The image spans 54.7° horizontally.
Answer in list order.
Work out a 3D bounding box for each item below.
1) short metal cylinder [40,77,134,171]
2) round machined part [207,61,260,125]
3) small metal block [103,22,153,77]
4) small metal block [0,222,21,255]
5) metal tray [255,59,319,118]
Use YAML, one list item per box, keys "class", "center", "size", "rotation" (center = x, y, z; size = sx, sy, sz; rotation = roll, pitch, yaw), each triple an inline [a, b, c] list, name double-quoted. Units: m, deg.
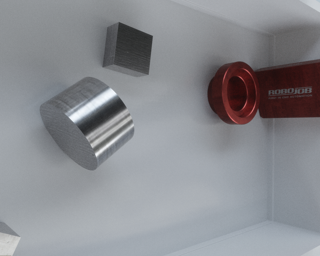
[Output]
- class: "short metal cylinder"
  center: [-0.073, -0.004, 0.311]
  size: [0.050, 0.080, 0.080]
  rotation: [-42, 116, -32]
- class: "round machined part"
  center: [0.114, -0.054, 0.494]
  size: [0.099, 0.042, 0.097]
  rotation: [0, 90, -40]
- class: "small metal block"
  center: [-0.038, -0.093, 0.376]
  size: [0.050, 0.025, 0.050]
  rotation: [10, 84, -40]
- class: "small metal block"
  center: [-0.150, 0.109, 0.265]
  size: [0.025, 0.050, 0.050]
  rotation: [33, 70, -36]
- class: "metal tray"
  center: [0.230, -0.064, 0.534]
  size: [0.030, 0.130, 0.089]
  rotation: [-28, 108, -37]
